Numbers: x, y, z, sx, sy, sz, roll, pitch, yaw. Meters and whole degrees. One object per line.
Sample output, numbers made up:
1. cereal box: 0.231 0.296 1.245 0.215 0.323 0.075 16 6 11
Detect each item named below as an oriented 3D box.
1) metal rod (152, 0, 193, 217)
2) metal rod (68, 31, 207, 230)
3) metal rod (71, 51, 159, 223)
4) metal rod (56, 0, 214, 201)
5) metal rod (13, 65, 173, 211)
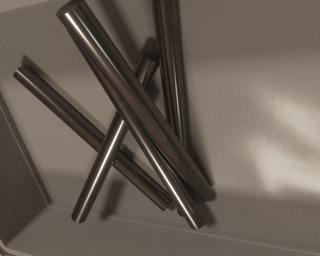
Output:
1. metal rod: 0.021 -0.005 0.393 0.025 0.025 0.298 7 122 24
2. metal rod: -0.018 0.011 0.383 0.025 0.025 0.299 -17 113 34
3. metal rod: -0.071 0.031 0.435 0.025 0.025 0.298 32 120 7
4. metal rod: -0.004 -0.001 0.337 0.025 0.025 0.300 -6 138 30
5. metal rod: -0.099 0.016 0.468 0.300 0.025 0.025 42 129 -2
